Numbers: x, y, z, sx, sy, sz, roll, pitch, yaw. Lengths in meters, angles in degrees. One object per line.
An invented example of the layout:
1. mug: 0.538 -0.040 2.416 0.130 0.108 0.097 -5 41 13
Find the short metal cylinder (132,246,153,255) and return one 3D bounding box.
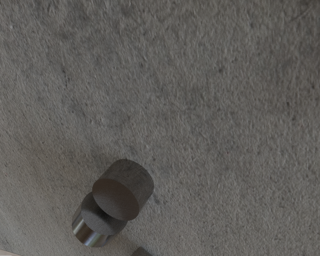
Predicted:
1. short metal cylinder: -0.038 0.261 0.551 0.050 0.080 0.080 39 129 2

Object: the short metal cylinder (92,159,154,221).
1. short metal cylinder: -0.056 0.095 0.477 0.080 0.050 0.079 13 124 20

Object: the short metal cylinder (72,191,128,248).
1. short metal cylinder: -0.099 0.149 0.514 0.080 0.080 0.050 38 129 2
